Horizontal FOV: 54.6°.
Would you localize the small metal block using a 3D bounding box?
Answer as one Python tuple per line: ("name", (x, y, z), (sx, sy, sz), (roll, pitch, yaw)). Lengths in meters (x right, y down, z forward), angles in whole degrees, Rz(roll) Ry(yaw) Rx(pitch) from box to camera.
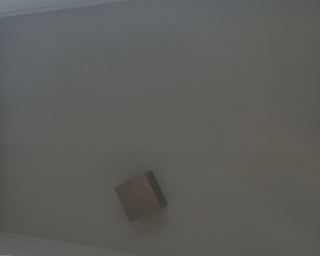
("small metal block", (-0.026, 0.092, 0.420), (0.050, 0.025, 0.050), (-29, 81, 17))
